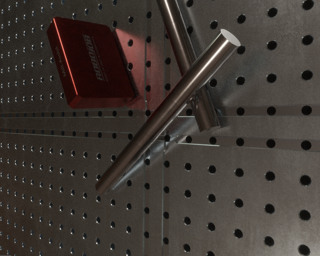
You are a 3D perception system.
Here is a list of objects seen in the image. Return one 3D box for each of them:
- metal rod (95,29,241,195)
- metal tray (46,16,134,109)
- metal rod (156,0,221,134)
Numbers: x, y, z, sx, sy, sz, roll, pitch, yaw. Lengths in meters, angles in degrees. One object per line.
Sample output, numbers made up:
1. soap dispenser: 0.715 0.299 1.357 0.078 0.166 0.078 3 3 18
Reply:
1. metal rod: -0.010 0.002 0.392 0.298 0.025 0.025 -49 61 36
2. metal tray: -0.099 -0.092 0.443 0.030 0.091 0.130 -37 67 43
3. metal rod: 0.017 -0.137 0.393 0.025 0.025 0.299 -27 73 36
